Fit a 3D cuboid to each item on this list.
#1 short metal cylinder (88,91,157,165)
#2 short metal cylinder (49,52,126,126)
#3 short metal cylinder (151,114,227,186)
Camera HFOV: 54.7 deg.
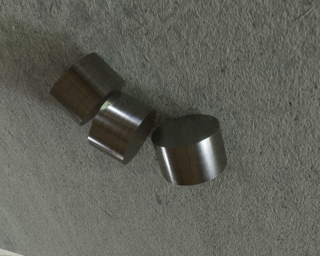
[{"bbox_3d":[-0.046,0.000,0.396,0.050,0.080,0.079,29,128,10],"label":"short metal cylinder"},{"bbox_3d":[-0.090,-0.048,0.389,0.050,0.080,0.080,45,129,-3],"label":"short metal cylinder"},{"bbox_3d":[0.035,0.024,0.367,0.080,0.080,0.050,-2,117,29],"label":"short metal cylinder"}]
